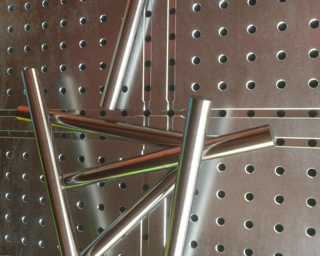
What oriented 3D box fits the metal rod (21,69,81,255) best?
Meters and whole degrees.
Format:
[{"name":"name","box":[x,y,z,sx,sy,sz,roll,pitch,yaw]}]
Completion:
[{"name":"metal rod","box":[-0.152,0.062,0.439,0.025,0.025,0.299,-16,85,19]}]

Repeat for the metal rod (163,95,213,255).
[{"name":"metal rod","box":[0.023,0.110,0.370,0.025,0.025,0.298,14,108,19]}]

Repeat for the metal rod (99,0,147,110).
[{"name":"metal rod","box":[-0.032,-0.171,0.424,0.025,0.025,0.298,18,96,19]}]

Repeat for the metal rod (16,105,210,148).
[{"name":"metal rod","box":[-0.079,0.000,0.440,0.301,0.025,0.025,10,93,19]}]

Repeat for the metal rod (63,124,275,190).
[{"name":"metal rod","box":[-0.010,0.044,0.397,0.300,0.025,0.025,-16,85,26]}]

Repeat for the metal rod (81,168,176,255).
[{"name":"metal rod","box":[-0.063,0.145,0.435,0.299,0.025,0.025,-45,76,14]}]
